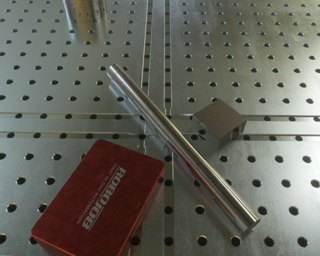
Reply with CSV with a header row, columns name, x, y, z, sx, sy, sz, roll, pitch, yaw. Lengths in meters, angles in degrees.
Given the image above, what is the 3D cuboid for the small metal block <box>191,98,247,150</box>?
name,x,y,z,sx,sy,sz,roll,pitch,yaw
small metal block,0.078,-0.006,0.414,0.050,0.025,0.050,-32,57,-24

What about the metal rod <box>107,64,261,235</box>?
name,x,y,z,sx,sy,sz,roll,pitch,yaw
metal rod,0.012,0.007,0.401,0.025,0.025,0.300,-27,55,-21

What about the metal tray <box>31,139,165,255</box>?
name,x,y,z,sx,sy,sz,roll,pitch,yaw
metal tray,-0.060,0.080,0.337,0.090,0.030,0.130,19,52,15

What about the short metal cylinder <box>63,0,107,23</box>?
name,x,y,z,sx,sy,sz,roll,pitch,yaw
short metal cylinder,-0.146,-0.248,0.598,0.081,0.050,0.080,0,50,0
